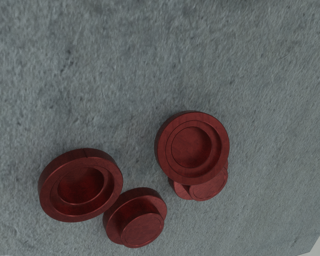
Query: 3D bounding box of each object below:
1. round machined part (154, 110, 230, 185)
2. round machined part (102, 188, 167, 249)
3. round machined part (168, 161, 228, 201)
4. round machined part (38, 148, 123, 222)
[{"bbox_3d":[0.040,0.024,0.419,0.099,0.042,0.097,-2,99,-12],"label":"round machined part"},{"bbox_3d":[-0.033,0.141,0.467,0.099,0.042,0.097,-14,125,-21],"label":"round machined part"},{"bbox_3d":[0.065,0.074,0.480,0.099,0.042,0.097,-14,125,-21],"label":"round machined part"},{"bbox_3d":[-0.099,0.065,0.383,0.099,0.042,0.097,-14,125,-21],"label":"round machined part"}]
